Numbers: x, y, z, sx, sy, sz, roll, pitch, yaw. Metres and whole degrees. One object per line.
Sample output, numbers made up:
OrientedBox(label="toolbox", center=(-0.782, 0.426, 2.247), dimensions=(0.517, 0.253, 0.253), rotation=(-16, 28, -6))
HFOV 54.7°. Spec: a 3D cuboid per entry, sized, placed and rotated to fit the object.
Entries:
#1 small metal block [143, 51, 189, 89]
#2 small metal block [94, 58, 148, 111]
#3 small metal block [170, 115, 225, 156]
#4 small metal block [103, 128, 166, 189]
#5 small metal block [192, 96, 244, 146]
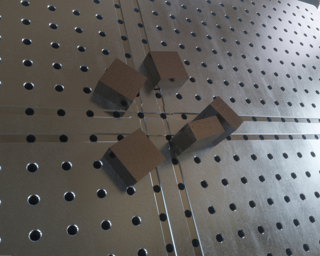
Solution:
OrientedBox(label="small metal block", center=(0.009, -0.088, 0.469), dimensions=(0.050, 0.025, 0.050), rotation=(-8, 66, -32))
OrientedBox(label="small metal block", center=(-0.052, -0.059, 0.417), dimensions=(0.050, 0.025, 0.050), rotation=(32, 51, -8))
OrientedBox(label="small metal block", center=(0.049, 0.011, 0.414), dimensions=(0.050, 0.050, 0.025), rotation=(-14, 70, -34))
OrientedBox(label="small metal block", center=(-0.030, 0.036, 0.372), dimensions=(0.050, 0.025, 0.050), rotation=(-34, 81, -38))
OrientedBox(label="small metal block", center=(0.082, -0.009, 0.444), dimensions=(0.050, 0.050, 0.025), rotation=(46, 51, 3))
